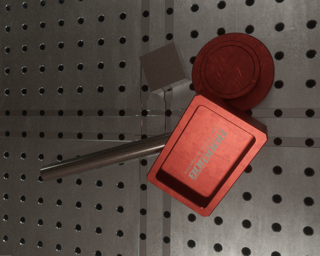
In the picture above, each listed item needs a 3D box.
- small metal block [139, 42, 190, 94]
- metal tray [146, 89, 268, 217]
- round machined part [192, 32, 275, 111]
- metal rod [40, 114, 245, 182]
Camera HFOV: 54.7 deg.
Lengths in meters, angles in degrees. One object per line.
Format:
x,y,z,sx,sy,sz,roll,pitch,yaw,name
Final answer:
0.007,-0.078,0.409,0.050,0.025,0.050,-20,84,18,small metal block
0.053,0.032,0.366,0.090,0.030,0.129,32,114,6,metal tray
0.086,-0.067,0.373,0.098,0.042,0.097,0,90,19,round machined part
-0.036,0.031,0.424,0.301,0.025,0.025,-16,85,18,metal rod
